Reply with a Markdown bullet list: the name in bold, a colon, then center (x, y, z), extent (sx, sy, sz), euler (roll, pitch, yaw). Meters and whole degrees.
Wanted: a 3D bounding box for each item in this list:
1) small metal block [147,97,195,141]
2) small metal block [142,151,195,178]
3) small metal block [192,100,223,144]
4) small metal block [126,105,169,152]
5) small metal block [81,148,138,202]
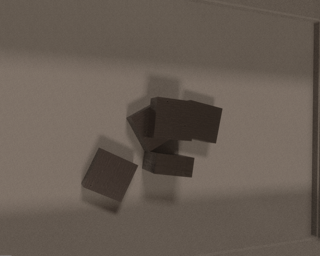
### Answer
- **small metal block**: center (0.014, -0.011, 0.390), extent (0.050, 0.025, 0.050), euler (6, 88, -20)
- **small metal block**: center (0.010, 0.046, 0.402), extent (0.050, 0.050, 0.025), euler (9, 87, -20)
- **small metal block**: center (0.055, -0.008, 0.432), extent (0.050, 0.025, 0.050), euler (13, 86, -20)
- **small metal block**: center (-0.008, -0.004, 0.409), extent (0.050, 0.025, 0.050), euler (-31, 100, -18)
- **small metal block**: center (-0.063, 0.058, 0.388), extent (0.050, 0.025, 0.050), euler (27, 81, -18)
